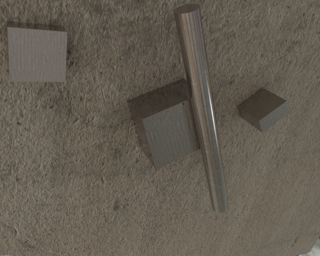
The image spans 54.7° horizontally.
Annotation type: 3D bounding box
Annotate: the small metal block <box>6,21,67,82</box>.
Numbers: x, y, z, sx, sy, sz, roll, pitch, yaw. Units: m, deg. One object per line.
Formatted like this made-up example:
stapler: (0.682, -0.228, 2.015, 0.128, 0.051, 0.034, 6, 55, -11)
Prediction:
small metal block: (-0.118, -0.072, 0.298, 0.050, 0.025, 0.050, -4, 120, -27)

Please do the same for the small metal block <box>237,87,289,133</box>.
small metal block: (0.152, -0.028, 0.459, 0.050, 0.050, 0.025, -35, 129, -5)

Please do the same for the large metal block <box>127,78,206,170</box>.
large metal block: (0.013, -0.006, 0.396, 0.081, 0.050, 0.080, -24, 128, -14)

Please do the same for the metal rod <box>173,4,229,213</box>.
metal rod: (0.058, 0.004, 0.377, 0.025, 0.025, 0.298, -26, 128, -13)
